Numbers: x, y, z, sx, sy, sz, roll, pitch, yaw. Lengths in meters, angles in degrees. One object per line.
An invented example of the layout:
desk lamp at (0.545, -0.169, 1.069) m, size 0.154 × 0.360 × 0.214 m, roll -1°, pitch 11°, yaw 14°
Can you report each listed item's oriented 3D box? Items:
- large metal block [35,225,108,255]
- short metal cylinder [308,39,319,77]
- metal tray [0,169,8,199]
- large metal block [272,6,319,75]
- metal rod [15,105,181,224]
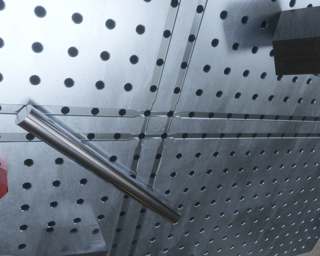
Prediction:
large metal block at (-0.130, 0.188, 0.440) m, size 0.081 × 0.050 × 0.079 m, roll 7°, pitch 115°, yaw -32°
short metal cylinder at (0.254, -0.114, 0.443) m, size 0.080 × 0.080 × 0.050 m, roll -31°, pitch 129°, yaw -9°
metal tray at (-0.242, 0.080, 0.325) m, size 0.130 × 0.030 × 0.090 m, roll -43°, pitch 130°, yaw 1°
large metal block at (0.192, -0.112, 0.390) m, size 0.080 × 0.080 × 0.050 m, roll -61°, pitch 141°, yaw -38°
metal rod at (-0.060, 0.066, 0.419) m, size 0.025 × 0.025 × 0.300 m, roll -44°, pitch 129°, yaw 2°
